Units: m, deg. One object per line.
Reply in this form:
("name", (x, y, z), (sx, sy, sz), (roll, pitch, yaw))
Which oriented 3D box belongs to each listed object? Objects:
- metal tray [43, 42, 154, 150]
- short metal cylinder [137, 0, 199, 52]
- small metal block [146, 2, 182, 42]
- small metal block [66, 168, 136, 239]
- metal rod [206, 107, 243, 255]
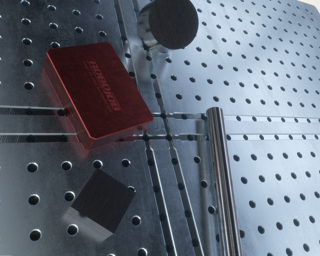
("metal tray", (-0.078, -0.045, 0.392), (0.091, 0.030, 0.130), (-20, 72, -36))
("short metal cylinder", (0.011, -0.159, 0.472), (0.081, 0.050, 0.079), (-4, 100, -23))
("small metal block", (0.007, -0.178, 0.522), (0.050, 0.025, 0.050), (8, 58, -24))
("small metal block", (-0.062, 0.079, 0.328), (0.050, 0.025, 0.050), (35, 51, -6))
("metal rod", (0.084, 0.103, 0.392), (0.025, 0.025, 0.299), (13, 56, -22))
